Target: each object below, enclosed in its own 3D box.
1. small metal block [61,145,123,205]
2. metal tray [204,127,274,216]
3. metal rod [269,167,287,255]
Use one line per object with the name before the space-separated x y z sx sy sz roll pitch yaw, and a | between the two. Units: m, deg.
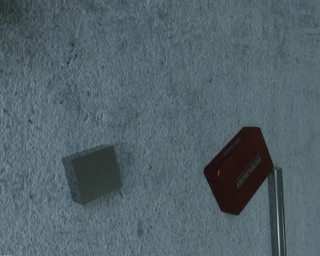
small metal block | -0.074 0.050 0.343 0.050 0.025 0.050 -19 102 -38
metal tray | 0.135 0.068 0.514 0.131 0.030 0.090 -40 114 -33
metal rod | 0.230 0.225 0.597 0.025 0.025 0.298 -8 95 -40
